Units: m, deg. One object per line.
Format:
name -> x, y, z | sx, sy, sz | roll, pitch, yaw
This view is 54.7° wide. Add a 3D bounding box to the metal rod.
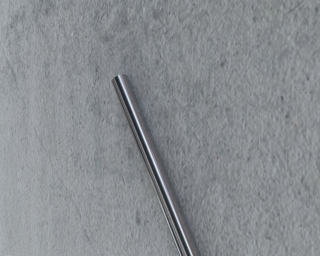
metal rod -> -0.003, 0.061, 0.405 | 0.025, 0.025, 0.299 | -35, 69, 34
